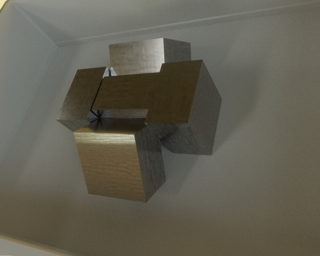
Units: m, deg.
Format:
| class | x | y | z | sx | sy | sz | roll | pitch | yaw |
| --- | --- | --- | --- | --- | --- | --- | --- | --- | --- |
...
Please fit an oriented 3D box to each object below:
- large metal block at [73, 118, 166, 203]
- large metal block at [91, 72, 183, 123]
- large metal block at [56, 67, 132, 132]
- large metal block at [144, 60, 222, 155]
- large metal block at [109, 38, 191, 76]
| class | x | y | z | sx | sy | sz | roll | pitch | yaw |
| --- | --- | --- | --- | --- | --- | --- | --- | --- | --- |
| large metal block | -0.045 | 0.034 | 0.363 | 0.080 | 0.079 | 0.050 | 1 | 21 | 27 |
| large metal block | -0.025 | -0.025 | 0.397 | 0.080 | 0.080 | 0.050 | 1 | 62 | 28 |
| large metal block | -0.084 | -0.027 | 0.430 | 0.050 | 0.080 | 0.080 | 1 | 62 | 29 |
| large metal block | 0.032 | -0.022 | 0.366 | 0.050 | 0.080 | 0.080 | 1 | 62 | 29 |
| large metal block | -0.010 | -0.089 | 0.422 | 0.080 | 0.080 | 0.050 | 2 | 100 | 29 |
